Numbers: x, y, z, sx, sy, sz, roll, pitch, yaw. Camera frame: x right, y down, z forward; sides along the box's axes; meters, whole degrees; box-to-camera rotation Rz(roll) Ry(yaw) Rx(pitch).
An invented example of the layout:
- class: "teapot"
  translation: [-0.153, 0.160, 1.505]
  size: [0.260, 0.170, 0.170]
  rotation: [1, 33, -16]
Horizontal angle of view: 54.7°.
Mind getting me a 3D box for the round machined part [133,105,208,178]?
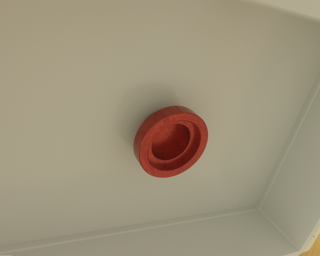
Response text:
- class: "round machined part"
  translation: [0.011, 0.014, 0.409]
  size: [0.099, 0.042, 0.097]
  rotation: [-14, 125, -21]
